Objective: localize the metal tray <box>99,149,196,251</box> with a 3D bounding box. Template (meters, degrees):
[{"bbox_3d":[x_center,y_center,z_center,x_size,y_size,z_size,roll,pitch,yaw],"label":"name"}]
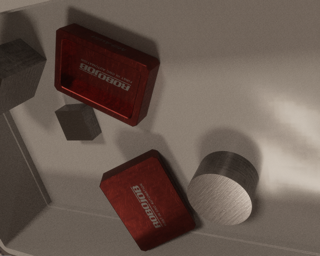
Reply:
[{"bbox_3d":[-0.016,0.107,0.451,0.090,0.030,0.130,-27,106,5],"label":"metal tray"}]

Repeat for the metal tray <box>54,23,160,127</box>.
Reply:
[{"bbox_3d":[-0.073,-0.068,0.399,0.130,0.030,0.089,25,127,12],"label":"metal tray"}]

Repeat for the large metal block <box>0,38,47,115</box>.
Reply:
[{"bbox_3d":[-0.219,-0.071,0.442,0.050,0.080,0.080,39,129,1],"label":"large metal block"}]

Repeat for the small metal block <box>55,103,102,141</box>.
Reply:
[{"bbox_3d":[-0.122,-0.009,0.466,0.050,0.025,0.050,-1,118,28],"label":"small metal block"}]

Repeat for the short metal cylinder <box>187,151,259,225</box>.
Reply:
[{"bbox_3d":[0.081,0.076,0.396,0.080,0.050,0.079,13,124,20],"label":"short metal cylinder"}]
